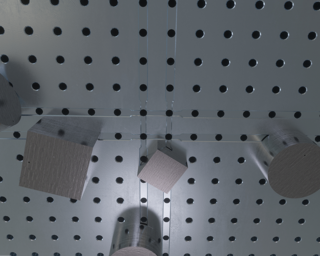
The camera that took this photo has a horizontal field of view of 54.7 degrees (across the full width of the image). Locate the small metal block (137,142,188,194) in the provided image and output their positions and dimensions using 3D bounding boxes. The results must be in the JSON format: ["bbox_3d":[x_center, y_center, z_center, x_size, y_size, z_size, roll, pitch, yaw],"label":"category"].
[{"bbox_3d":[0.003,0.056,0.434,0.050,0.025,0.050,32,107,-12],"label":"small metal block"}]

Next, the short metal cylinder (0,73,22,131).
[{"bbox_3d":[-0.216,-0.029,0.371,0.050,0.080,0.080,-24,109,8],"label":"short metal cylinder"}]

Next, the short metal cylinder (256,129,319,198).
[{"bbox_3d":[0.178,0.047,0.419,0.081,0.050,0.079,0,110,0],"label":"short metal cylinder"}]

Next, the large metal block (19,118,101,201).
[{"bbox_3d":[-0.132,0.041,0.414,0.080,0.050,0.079,15,109,-6],"label":"large metal block"}]

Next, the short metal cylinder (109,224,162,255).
[{"bbox_3d":[-0.037,0.195,0.472,0.081,0.050,0.079,0,110,0],"label":"short metal cylinder"}]
